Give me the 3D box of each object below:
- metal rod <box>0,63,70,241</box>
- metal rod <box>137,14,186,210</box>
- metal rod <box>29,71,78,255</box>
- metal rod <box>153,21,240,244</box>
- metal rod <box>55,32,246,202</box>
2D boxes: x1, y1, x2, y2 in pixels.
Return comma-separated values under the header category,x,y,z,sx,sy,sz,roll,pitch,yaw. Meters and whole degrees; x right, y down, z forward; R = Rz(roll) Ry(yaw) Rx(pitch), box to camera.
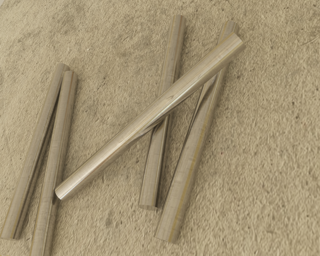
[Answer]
category,x,y,z,sx,sy,sz,roll,pitch,yaw
metal rod,-0.191,0.020,0.491,0.025,0.025,0.299,-8,58,24
metal rod,0.008,-0.040,0.424,0.025,0.025,0.300,-5,59,26
metal rod,-0.153,0.035,0.462,0.025,0.025,0.299,-15,56,20
metal rod,0.052,-0.012,0.383,0.025,0.025,0.300,6,65,31
metal rod,-0.021,-0.006,0.387,0.300,0.025,0.025,-40,50,12
